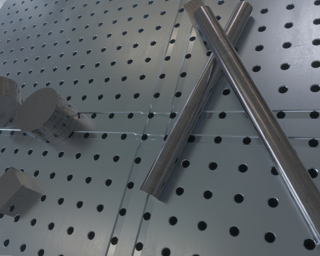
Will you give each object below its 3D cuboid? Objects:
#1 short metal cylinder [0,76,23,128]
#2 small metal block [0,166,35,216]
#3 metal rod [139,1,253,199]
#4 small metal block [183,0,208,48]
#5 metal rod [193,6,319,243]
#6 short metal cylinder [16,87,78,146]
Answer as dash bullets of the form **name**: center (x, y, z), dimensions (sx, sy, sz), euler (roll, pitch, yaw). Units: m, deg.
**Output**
- **short metal cylinder**: center (-0.289, -0.046, 0.553), dimensions (0.080, 0.080, 0.050), euler (-30, 52, 9)
- **small metal block**: center (-0.225, 0.095, 0.468), dimensions (0.050, 0.025, 0.050), euler (-48, 51, -5)
- **metal rod**: center (0.055, -0.048, 0.408), dimensions (0.025, 0.025, 0.300), euler (17, 70, 34)
- **small metal block**: center (0.062, -0.155, 0.455), dimensions (0.025, 0.050, 0.050), euler (-28, 52, 11)
- **metal rod**: center (0.103, -0.028, 0.341), dimensions (0.025, 0.025, 0.299), euler (-27, 62, 11)
- **short metal cylinder**: center (-0.180, -0.018, 0.498), dimensions (0.080, 0.050, 0.080), euler (-13, 56, 21)
